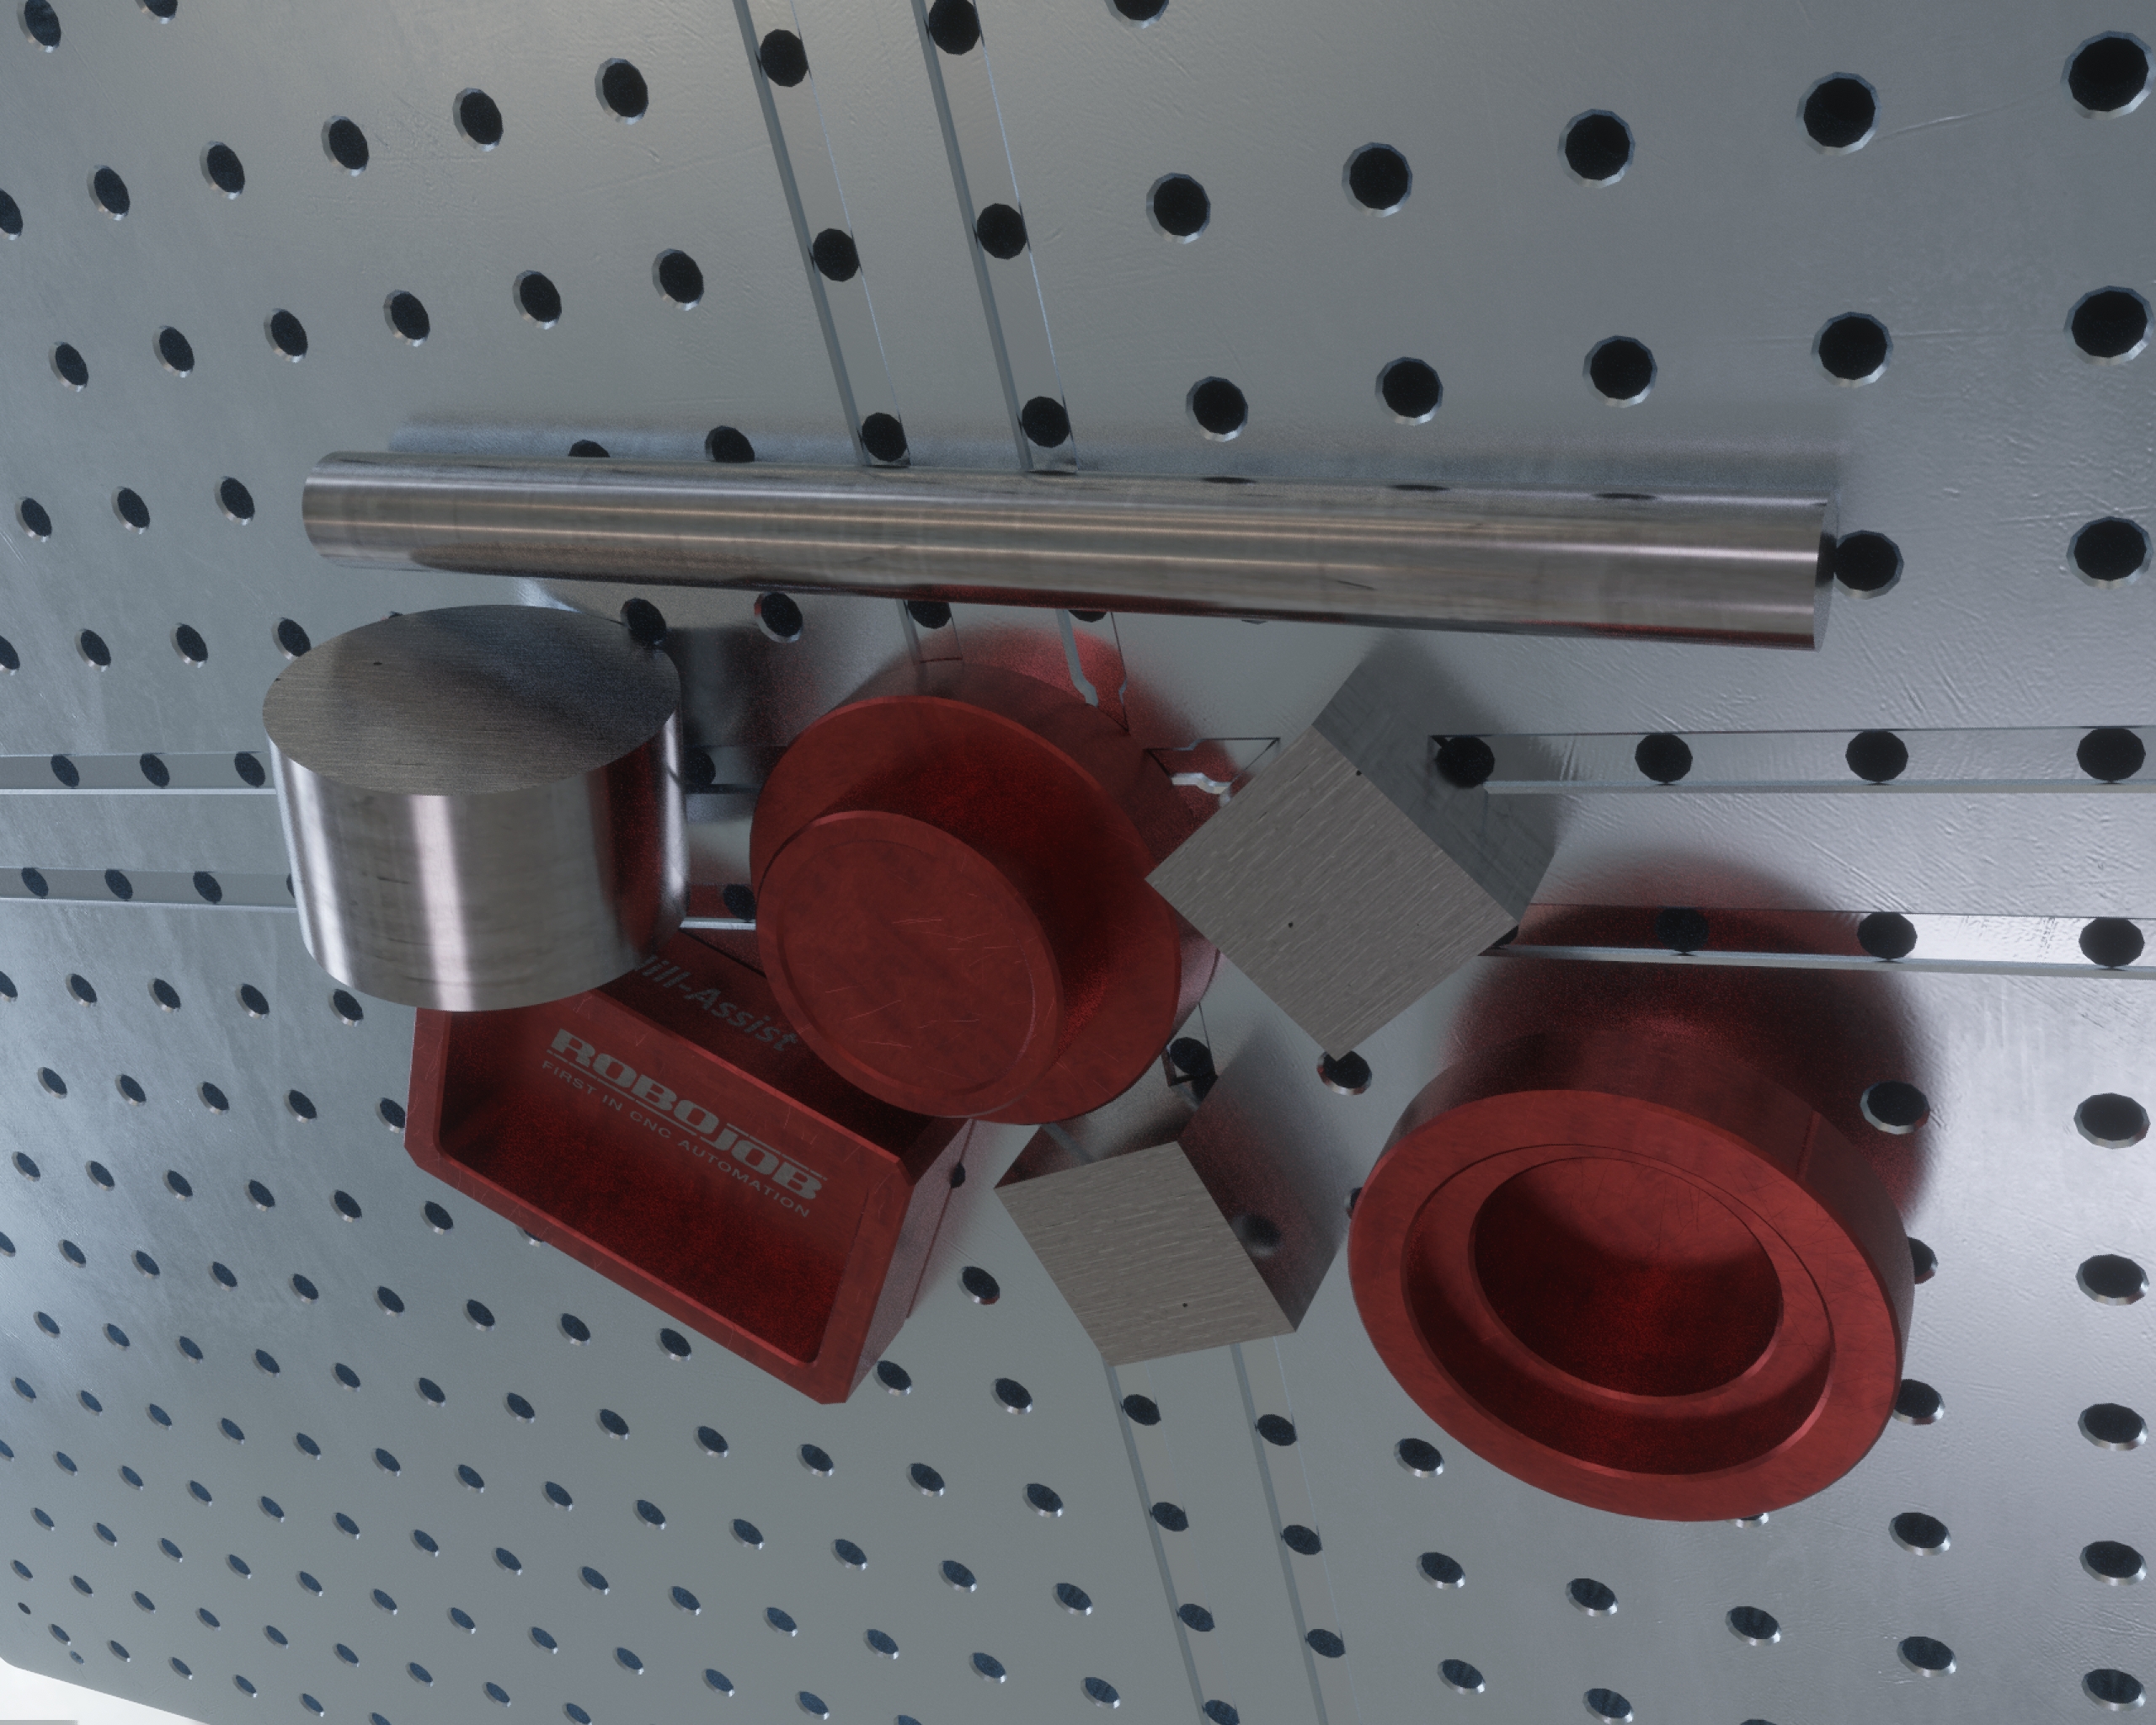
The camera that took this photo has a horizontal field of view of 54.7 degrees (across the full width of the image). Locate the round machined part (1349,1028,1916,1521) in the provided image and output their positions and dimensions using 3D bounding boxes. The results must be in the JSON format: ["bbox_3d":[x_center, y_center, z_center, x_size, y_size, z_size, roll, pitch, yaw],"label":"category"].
[{"bbox_3d":[0.104,0.072,0.390,0.098,0.042,0.097,13,124,21],"label":"round machined part"}]

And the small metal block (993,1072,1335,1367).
[{"bbox_3d":[0.019,0.078,0.450,0.050,0.025,0.050,-21,108,36],"label":"small metal block"}]

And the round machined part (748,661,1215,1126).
[{"bbox_3d":[-0.025,0.012,0.420,0.098,0.042,0.097,12,121,22],"label":"round machined part"}]

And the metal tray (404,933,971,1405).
[{"bbox_3d":[-0.096,0.063,0.497,0.130,0.030,0.089,27,128,11],"label":"metal tray"}]

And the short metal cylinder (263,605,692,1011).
[{"bbox_3d":[-0.122,-0.013,0.432,0.080,0.080,0.050,16,125,19],"label":"short metal cylinder"}]

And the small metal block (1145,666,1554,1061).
[{"bbox_3d":[0.050,0.001,0.386,0.050,0.025,0.050,44,129,-2],"label":"small metal block"}]

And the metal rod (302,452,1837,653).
[{"bbox_3d":[-0.021,-0.060,0.384,0.301,0.025,0.025,6,121,24],"label":"metal rod"}]
